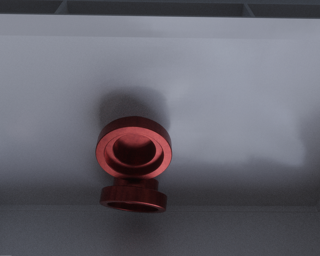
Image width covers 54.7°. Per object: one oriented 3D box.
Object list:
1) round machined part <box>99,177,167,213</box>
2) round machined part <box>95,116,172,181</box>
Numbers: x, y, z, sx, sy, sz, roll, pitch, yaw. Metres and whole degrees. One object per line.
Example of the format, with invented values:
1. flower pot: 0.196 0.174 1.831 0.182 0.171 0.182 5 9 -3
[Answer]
1. round machined part: -0.038 0.098 0.464 0.099 0.042 0.098 5 157 2
2. round machined part: -0.034 0.023 0.415 0.099 0.042 0.097 -1 128 -1
